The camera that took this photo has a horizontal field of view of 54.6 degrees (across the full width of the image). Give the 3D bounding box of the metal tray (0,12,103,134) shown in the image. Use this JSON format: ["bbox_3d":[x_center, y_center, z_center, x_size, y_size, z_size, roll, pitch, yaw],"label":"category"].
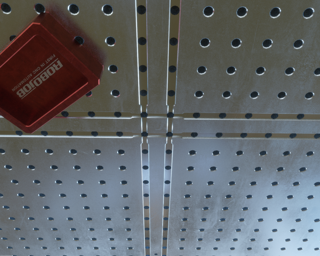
[{"bbox_3d":[-0.143,-0.057,0.358,0.130,0.030,0.090,-31,124,23],"label":"metal tray"}]
